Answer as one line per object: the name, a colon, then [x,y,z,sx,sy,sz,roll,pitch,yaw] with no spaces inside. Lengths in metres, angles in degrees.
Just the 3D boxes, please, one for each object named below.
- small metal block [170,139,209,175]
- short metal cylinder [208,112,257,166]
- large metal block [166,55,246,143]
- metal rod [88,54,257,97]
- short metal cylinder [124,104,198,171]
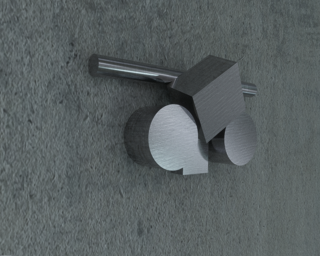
small metal block: [0.043,0.039,0.443,0.050,0.025,0.050,2,89,-40]
short metal cylinder: [0.105,0.016,0.478,0.081,0.050,0.079,0,90,-40]
large metal block: [0.066,-0.040,0.422,0.080,0.050,0.080,-38,131,-19]
metal rod: [0.042,-0.068,0.441,0.302,0.025,0.025,1,90,-40]
short metal cylinder: [0.002,0.011,0.391,0.081,0.050,0.079,0,90,-40]
